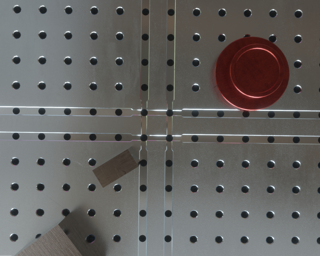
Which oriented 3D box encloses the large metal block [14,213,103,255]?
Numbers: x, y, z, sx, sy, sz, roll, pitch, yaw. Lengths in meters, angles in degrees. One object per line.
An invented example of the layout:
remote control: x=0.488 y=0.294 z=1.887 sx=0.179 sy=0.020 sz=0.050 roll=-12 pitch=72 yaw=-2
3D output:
large metal block: x=-0.131 y=0.172 z=0.400 sx=0.080 sy=0.050 sz=0.080 roll=-37 pitch=90 yaw=0

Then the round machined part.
round machined part: x=0.121 y=-0.072 z=0.406 sx=0.099 sy=0.042 sz=0.097 roll=0 pitch=90 yaw=0

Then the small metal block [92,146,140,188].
small metal block: x=-0.054 y=0.049 z=0.400 sx=0.050 sy=0.050 sz=0.025 roll=-31 pitch=90 yaw=0
